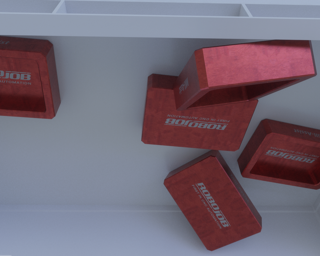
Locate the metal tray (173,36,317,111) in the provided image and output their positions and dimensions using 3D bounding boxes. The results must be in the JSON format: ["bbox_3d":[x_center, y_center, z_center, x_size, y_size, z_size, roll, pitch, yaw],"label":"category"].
[{"bbox_3d":[0.066,-0.044,0.288,0.091,0.130,0.030,-8,87,-6],"label":"metal tray"}]

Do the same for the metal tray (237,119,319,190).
[{"bbox_3d":[0.190,0.041,0.443,0.131,0.030,0.089,11,129,-10],"label":"metal tray"}]

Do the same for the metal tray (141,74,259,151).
[{"bbox_3d":[0.045,-0.017,0.393,0.131,0.030,0.089,5,130,-5],"label":"metal tray"}]

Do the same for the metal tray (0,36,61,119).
[{"bbox_3d":[-0.187,-0.058,0.353,0.131,0.030,0.089,4,130,-4],"label":"metal tray"}]

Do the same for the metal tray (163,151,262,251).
[{"bbox_3d":[0.078,0.107,0.457,0.090,0.030,0.130,-32,94,22],"label":"metal tray"}]
